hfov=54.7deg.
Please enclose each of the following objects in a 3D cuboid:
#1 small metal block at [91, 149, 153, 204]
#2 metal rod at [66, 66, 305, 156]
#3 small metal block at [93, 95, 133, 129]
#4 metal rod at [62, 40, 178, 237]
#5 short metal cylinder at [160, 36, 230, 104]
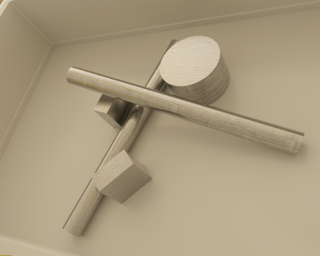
[{"bbox_3d":[-0.045,0.060,0.375,0.050,0.050,0.025,-40,51,1],"label":"small metal block"},{"bbox_3d":[0.012,-0.028,0.374,0.301,0.025,0.025,19,71,21],"label":"metal rod"},{"bbox_3d":[-0.059,-0.031,0.438,0.025,0.050,0.050,13,69,33],"label":"small metal block"},{"bbox_3d":[-0.041,0.002,0.424,0.025,0.025,0.300,17,70,34],"label":"metal rod"},{"bbox_3d":[0.047,-0.074,0.410,0.080,0.050,0.080,-13,56,20],"label":"short metal cylinder"}]
